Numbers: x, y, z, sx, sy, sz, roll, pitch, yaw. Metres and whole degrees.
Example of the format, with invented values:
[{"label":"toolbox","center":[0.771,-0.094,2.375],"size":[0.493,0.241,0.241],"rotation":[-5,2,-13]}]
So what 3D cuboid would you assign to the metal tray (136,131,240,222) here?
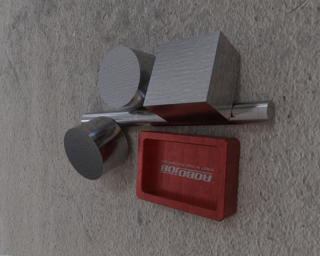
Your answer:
[{"label":"metal tray","center":[0.029,0.052,0.378],"size":[0.130,0.030,0.089],"rotation":[5,93,39]}]

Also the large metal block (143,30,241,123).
[{"label":"large metal block","center":[0.036,-0.053,0.344],"size":[0.080,0.050,0.080],"rotation":[-1,68,40]}]

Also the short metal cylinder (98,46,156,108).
[{"label":"short metal cylinder","center":[-0.039,-0.066,0.422],"size":[0.080,0.050,0.080],"rotation":[0,89,40]}]

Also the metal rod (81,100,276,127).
[{"label":"metal rod","center":[-0.002,-0.014,0.410],"size":[0.300,0.025,0.025],"rotation":[-1,90,40]}]

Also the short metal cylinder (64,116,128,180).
[{"label":"short metal cylinder","center":[-0.093,0.028,0.451],"size":[0.080,0.050,0.079],"rotation":[18,121,32]}]
